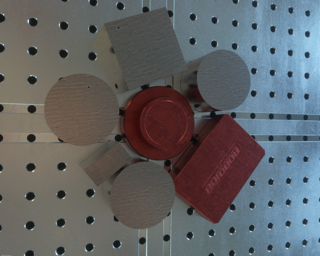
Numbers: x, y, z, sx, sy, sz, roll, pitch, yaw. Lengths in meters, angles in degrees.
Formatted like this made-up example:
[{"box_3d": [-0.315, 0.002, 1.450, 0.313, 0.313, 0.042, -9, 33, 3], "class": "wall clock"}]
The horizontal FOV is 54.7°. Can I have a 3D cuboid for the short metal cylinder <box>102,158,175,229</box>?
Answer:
[{"box_3d": [-0.028, 0.079, 0.389, 0.081, 0.050, 0.080, 0, 90, -20], "class": "short metal cylinder"}]

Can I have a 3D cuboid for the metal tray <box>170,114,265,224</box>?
[{"box_3d": [0.079, 0.055, 0.438, 0.090, 0.030, 0.130, 42, 76, -15], "class": "metal tray"}]

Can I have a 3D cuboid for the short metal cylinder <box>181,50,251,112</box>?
[{"box_3d": [0.076, -0.062, 0.426, 0.081, 0.050, 0.080, 0, 90, -20], "class": "short metal cylinder"}]

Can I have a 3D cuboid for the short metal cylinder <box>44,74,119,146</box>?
[{"box_3d": [-0.093, -0.020, 0.364, 0.081, 0.050, 0.080, 0, 90, -20], "class": "short metal cylinder"}]

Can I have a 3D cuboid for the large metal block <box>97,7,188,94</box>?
[{"box_3d": [-0.023, -0.096, 0.391, 0.081, 0.050, 0.080, -23, 98, -19], "class": "large metal block"}]

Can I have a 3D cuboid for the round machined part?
[{"box_3d": [0.001, -0.006, 0.403, 0.099, 0.042, 0.097, 0, 90, -20], "class": "round machined part"}]

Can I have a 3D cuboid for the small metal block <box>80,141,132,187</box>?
[{"box_3d": [-0.067, 0.041, 0.374, 0.050, 0.050, 0.025, -39, 103, -16], "class": "small metal block"}]
